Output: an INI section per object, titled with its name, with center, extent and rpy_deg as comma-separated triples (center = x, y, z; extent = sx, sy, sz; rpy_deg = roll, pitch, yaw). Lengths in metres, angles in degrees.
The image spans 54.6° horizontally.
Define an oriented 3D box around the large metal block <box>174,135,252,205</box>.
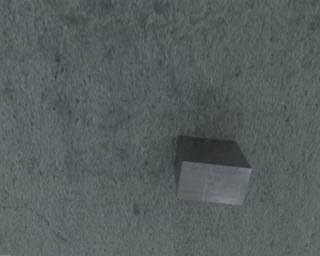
[large metal block]
center = 0.063, 0.051, 0.400
extent = 0.080, 0.080, 0.050
rpy_deg = 7, 110, -3
